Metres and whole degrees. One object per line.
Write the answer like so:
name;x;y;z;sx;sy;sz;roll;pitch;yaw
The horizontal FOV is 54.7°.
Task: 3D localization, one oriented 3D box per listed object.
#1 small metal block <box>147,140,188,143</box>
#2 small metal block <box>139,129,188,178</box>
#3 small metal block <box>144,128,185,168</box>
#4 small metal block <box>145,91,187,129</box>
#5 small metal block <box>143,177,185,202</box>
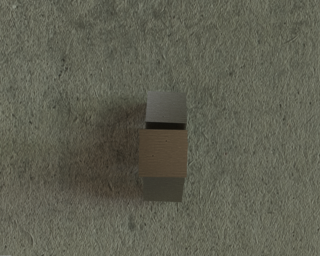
small metal block;0.006;0.027;0.373;0.050;0.050;0.025;2;90;-1
small metal block;0.003;0.027;0.336;0.050;0.025;0.050;1;90;-1
small metal block;0.006;0.026;0.412;0.050;0.025;0.050;2;90;-1
small metal block;0.008;-0.020;0.399;0.050;0.025;0.050;3;54;0
small metal block;0.004;0.069;0.399;0.050;0.025;0.050;2;131;-1
